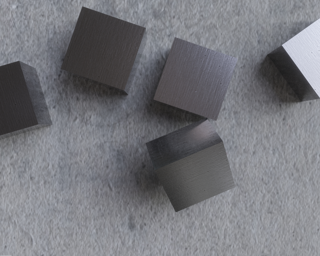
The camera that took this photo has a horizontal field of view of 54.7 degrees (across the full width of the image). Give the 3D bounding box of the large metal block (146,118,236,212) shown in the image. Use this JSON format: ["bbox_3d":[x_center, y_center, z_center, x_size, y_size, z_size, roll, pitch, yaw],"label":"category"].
[{"bbox_3d":[0.038,0.046,0.379,0.080,0.050,0.080,-23,127,0],"label":"large metal block"}]

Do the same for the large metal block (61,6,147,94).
[{"bbox_3d":[-0.068,-0.096,0.397,0.080,0.050,0.080,19,90,-1],"label":"large metal block"}]

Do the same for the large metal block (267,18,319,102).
[{"bbox_3d":[0.204,-0.091,0.400,0.080,0.050,0.080,-36,90,0],"label":"large metal block"}]

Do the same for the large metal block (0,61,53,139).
[{"bbox_3d":[-0.196,-0.031,0.395,0.080,0.050,0.080,-17,90,-1],"label":"large metal block"}]

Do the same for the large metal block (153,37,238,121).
[{"bbox_3d":[0.043,-0.059,0.398,0.080,0.050,0.080,19,90,-1],"label":"large metal block"}]
